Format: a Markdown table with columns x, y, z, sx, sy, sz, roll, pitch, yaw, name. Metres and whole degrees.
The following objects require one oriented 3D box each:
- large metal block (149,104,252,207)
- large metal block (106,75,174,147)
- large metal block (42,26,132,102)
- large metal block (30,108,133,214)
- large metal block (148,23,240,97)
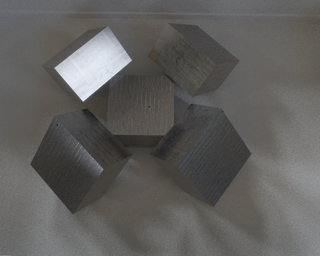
| x | y | z | sx | sy | sz | roll | pitch | yaw | name |
| --- | --- | --- | --- | --- | --- | --- | --- | --- | --- |
| 0.049 | 0.030 | 0.361 | 0.080 | 0.050 | 0.080 | -50 | 122 | -16 | large metal block |
| -0.023 | -0.021 | 0.401 | 0.080 | 0.050 | 0.080 | 1 | 70 | 0 | large metal block |
| -0.096 | -0.084 | 0.400 | 0.080 | 0.080 | 0.050 | -44 | 119 | -15 | large metal block |
| -0.092 | 0.037 | 0.359 | 0.080 | 0.050 | 0.080 | 44 | 120 | 14 | large metal block |
| 0.046 | -0.091 | 0.406 | 0.080 | 0.050 | 0.081 | 45 | 33 | 15 | large metal block |
